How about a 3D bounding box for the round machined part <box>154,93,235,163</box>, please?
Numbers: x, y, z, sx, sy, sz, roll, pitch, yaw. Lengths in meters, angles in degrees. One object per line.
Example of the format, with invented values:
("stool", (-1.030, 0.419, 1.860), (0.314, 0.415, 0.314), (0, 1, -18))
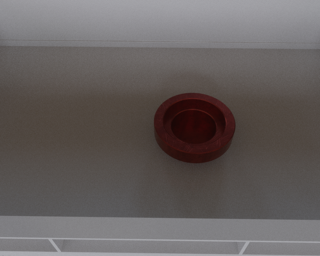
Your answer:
("round machined part", (0.042, 0.004, 0.391), (0.099, 0.042, 0.098), (0, 50, 0))
